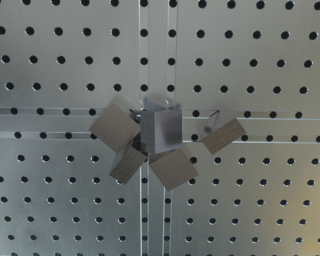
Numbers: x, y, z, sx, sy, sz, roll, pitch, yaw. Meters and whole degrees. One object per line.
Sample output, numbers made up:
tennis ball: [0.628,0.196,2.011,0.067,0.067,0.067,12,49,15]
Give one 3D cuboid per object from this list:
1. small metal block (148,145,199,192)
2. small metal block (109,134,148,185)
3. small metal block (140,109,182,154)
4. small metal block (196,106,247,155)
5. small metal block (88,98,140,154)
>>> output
small metal block: [0.019,0.053,0.433,0.050,0.025,0.050,-31,108,11]
small metal block: [-0.040,0.039,0.414,0.025,0.050,0.050,35,107,-12]
small metal block: [0.002,0.003,0.394,0.025,0.050,0.050,7,101,44]
small metal block: [0.078,0.002,0.401,0.050,0.050,0.025,-35,107,12]
small metal block: [-0.057,-0.003,0.412,0.050,0.025,0.050,42,105,-14]
